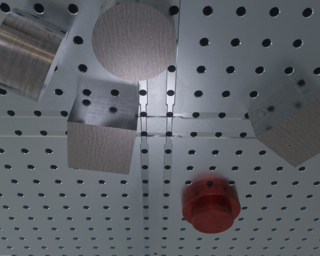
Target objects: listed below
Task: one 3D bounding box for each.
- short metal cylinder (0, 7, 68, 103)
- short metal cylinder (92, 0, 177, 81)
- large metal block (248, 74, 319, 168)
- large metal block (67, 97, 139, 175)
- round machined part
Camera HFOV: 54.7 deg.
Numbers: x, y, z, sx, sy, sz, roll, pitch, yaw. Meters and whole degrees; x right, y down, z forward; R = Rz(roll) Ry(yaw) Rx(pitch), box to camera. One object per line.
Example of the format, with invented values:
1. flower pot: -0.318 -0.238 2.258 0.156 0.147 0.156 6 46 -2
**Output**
1. short metal cylinder: -0.133 -0.072 0.313 0.050 0.080 0.080 22 127 -18
2. short metal cylinder: -0.024 -0.095 0.314 0.081 0.050 0.079 0 130 0
3. large metal block: 0.174 -0.006 0.391 0.080 0.050 0.080 33 123 -25
4. large metal block: -0.074 0.011 0.404 0.081 0.050 0.079 8 130 -7
5. round machined part: 0.087 0.142 0.522 0.099 0.042 0.097 0 130 0
